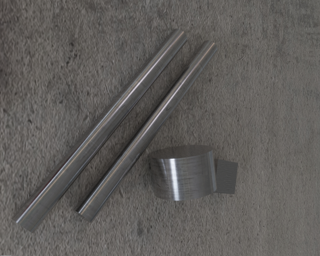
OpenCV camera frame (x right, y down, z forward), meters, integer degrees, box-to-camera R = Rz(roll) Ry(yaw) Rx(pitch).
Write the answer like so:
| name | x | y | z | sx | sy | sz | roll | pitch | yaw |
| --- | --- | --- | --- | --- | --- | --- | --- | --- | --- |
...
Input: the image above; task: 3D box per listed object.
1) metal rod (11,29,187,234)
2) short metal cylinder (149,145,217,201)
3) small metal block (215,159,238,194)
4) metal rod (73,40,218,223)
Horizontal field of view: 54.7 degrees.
| name | x | y | z | sx | sy | sz | roll | pitch | yaw |
| --- | --- | --- | --- | --- | --- | --- | --- | --- | --- |
| metal rod | -0.052 | -0.017 | 0.360 | 0.025 | 0.025 | 0.301 | 51 | 60 | -28 |
| short metal cylinder | 0.029 | 0.054 | 0.394 | 0.081 | 0.080 | 0.050 | -12 | 98 | -39 |
| small metal block | 0.094 | 0.075 | 0.484 | 0.050 | 0.025 | 0.050 | 14 | 81 | -39 |
| metal rod | -0.004 | -0.013 | 0.400 | 0.025 | 0.025 | 0.301 | 51 | 60 | -28 |
